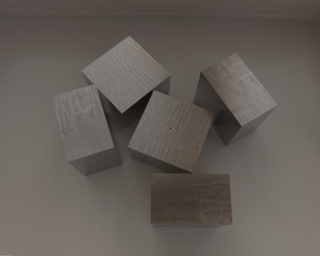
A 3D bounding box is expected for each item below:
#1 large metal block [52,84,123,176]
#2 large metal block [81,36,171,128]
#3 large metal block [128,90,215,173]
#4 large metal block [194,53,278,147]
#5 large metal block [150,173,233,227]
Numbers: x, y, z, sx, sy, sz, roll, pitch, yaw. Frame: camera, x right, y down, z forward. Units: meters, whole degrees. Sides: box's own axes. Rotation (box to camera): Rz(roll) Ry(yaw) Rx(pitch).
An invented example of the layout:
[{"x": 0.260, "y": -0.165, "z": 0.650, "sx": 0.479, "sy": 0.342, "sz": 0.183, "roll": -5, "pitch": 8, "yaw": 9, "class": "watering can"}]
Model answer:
[{"x": -0.085, "y": 0.006, "z": 0.376, "sx": 0.050, "sy": 0.080, "sz": 0.080, "roll": -18, "pitch": 71, "yaw": -7, "class": "large metal block"}, {"x": -0.043, "y": -0.062, "z": 0.417, "sx": 0.080, "sy": 0.050, "sz": 0.080, "roll": -40, "pitch": 75, "yaw": -14, "class": "large metal block"}, {"x": 0.015, "y": 0.010, "z": 0.391, "sx": 0.080, "sy": 0.050, "sz": 0.080, "roll": 21, "pitch": 71, "yaw": 7, "class": "large metal block"}, {"x": 0.090, "y": -0.033, "z": 0.391, "sx": 0.050, "sy": 0.080, "sz": 0.080, "roll": -30, "pitch": 73, "yaw": -10, "class": "large metal block"}, {"x": 0.031, "y": 0.084, "z": 0.349, "sx": 0.081, "sy": 0.080, "sz": 0.050, "roll": 1, "pitch": 70, "yaw": 0, "class": "large metal block"}]
